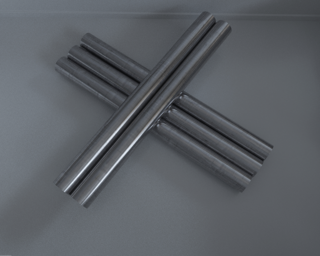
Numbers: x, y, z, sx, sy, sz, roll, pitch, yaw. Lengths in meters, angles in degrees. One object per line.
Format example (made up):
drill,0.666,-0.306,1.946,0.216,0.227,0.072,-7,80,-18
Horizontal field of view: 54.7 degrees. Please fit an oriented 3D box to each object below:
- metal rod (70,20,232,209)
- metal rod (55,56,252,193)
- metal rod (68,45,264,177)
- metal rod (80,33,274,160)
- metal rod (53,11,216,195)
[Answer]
metal rod,-0.001,-0.029,0.392,0.025,0.025,0.300,36,74,12
metal rod,-0.017,-0.010,0.412,0.301,0.025,0.025,33,73,11
metal rod,-0.001,-0.028,0.418,0.301,0.025,0.025,33,73,11
metal rod,0.015,-0.048,0.425,0.300,0.025,0.025,33,73,11
metal rod,-0.022,-0.042,0.397,0.025,0.025,0.300,36,74,12
